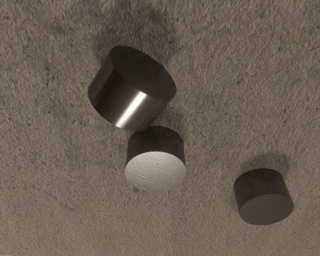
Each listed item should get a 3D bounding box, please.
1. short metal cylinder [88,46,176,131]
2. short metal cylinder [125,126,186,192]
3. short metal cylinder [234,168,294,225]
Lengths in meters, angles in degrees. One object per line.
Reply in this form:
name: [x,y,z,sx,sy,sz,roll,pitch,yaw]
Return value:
short metal cylinder: [-0.030,-0.043,0.334,0.080,0.080,0.050,26,125,-21]
short metal cylinder: [-0.006,0.043,0.428,0.081,0.050,0.079,0,130,0]
short metal cylinder: [0.161,0.109,0.486,0.081,0.050,0.079,0,130,0]
